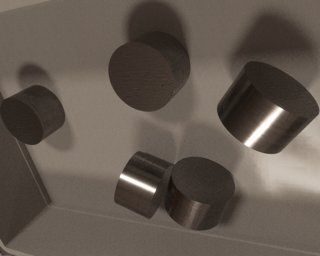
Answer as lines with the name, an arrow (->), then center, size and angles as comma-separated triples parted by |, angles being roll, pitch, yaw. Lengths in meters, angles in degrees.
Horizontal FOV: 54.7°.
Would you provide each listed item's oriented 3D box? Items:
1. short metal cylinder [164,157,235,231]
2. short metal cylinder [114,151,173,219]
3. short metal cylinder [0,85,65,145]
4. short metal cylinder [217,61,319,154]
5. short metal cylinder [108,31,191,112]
short metal cylinder -> 0.049, 0.082, 0.397 | 0.080, 0.080, 0.050 | 23, 127, 14
short metal cylinder -> -0.021, 0.078, 0.431 | 0.050, 0.080, 0.079 | 22, 127, 15
short metal cylinder -> -0.197, -0.020, 0.481 | 0.080, 0.050, 0.079 | 13, 124, 20
short metal cylinder -> 0.104, -0.021, 0.305 | 0.080, 0.080, 0.050 | 34, 129, 5
short metal cylinder -> -0.011, -0.065, 0.357 | 0.080, 0.050, 0.079 | 13, 124, 20
